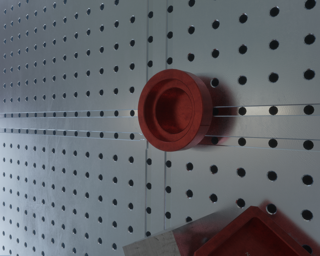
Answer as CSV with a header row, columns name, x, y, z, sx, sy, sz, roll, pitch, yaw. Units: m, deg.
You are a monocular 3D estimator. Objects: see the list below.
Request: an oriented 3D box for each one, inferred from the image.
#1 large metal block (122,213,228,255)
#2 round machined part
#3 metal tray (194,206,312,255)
name,x,y,z,sx,sy,sz,roll,pitch,yaw
large metal block,0.019,0.142,0.358,0.080,0.081,0.050,-32,70,35
round machined part,0.022,-0.021,0.380,0.098,0.042,0.097,0,90,40
metal tray,0.103,0.145,0.280,0.130,0.091,0.030,43,147,31
